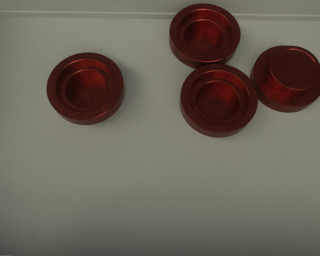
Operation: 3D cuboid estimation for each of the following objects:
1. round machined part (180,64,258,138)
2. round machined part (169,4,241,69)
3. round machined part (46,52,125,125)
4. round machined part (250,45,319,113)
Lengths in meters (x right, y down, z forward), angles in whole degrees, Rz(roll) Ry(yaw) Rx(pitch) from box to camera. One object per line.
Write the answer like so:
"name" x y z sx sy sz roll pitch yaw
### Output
"round machined part" 0.075 -0.033 0.413 0.099 0.042 0.098 0 70 0
"round machined part" 0.062 -0.126 0.447 0.099 0.042 0.098 0 70 0
"round machined part" -0.097 -0.049 0.418 0.099 0.042 0.098 0 70 0
"round machined part" 0.179 -0.074 0.429 0.099 0.042 0.098 0 70 0
